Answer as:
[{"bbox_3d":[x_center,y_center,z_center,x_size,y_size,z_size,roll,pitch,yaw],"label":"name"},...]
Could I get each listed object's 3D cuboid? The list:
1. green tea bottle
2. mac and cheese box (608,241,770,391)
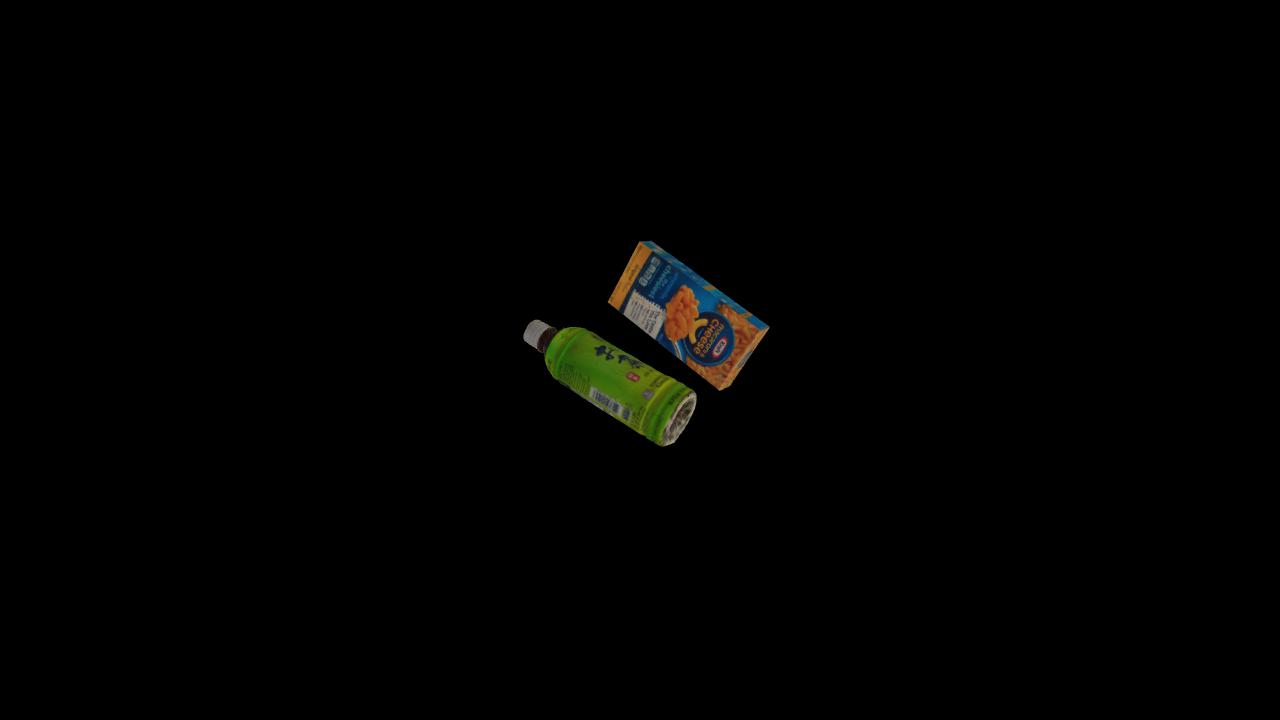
[{"bbox_3d":[-0.042,0.015,0.680,0.212,0.073,0.073,29,11,20],"label":"green tea bottle"},{"bbox_3d":[0.054,-0.056,0.745,0.184,0.093,0.041,39,25,17],"label":"mac and cheese box"}]
